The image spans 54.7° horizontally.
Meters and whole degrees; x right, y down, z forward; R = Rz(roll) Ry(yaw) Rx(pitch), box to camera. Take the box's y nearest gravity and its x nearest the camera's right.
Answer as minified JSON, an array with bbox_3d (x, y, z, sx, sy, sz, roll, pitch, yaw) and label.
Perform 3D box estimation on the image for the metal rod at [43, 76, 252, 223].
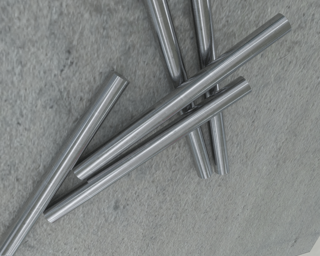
[{"bbox_3d":[-0.018,0.028,0.393,0.301,0.025,0.025,-34,130,2],"label":"metal rod"}]

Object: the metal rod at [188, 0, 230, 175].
[{"bbox_3d":[0.069,-0.048,0.416,0.025,0.025,0.298,-25,128,-13],"label":"metal rod"}]

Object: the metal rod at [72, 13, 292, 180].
[{"bbox_3d":[0.019,-0.032,0.368,0.300,0.025,0.025,-36,130,7],"label":"metal rod"}]

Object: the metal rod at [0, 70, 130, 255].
[{"bbox_3d":[-0.129,0.062,0.374,0.025,0.025,0.299,27,103,-38],"label":"metal rod"}]

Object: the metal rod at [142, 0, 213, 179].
[{"bbox_3d":[0.030,-0.039,0.400,0.025,0.025,0.299,-29,129,-10],"label":"metal rod"}]
